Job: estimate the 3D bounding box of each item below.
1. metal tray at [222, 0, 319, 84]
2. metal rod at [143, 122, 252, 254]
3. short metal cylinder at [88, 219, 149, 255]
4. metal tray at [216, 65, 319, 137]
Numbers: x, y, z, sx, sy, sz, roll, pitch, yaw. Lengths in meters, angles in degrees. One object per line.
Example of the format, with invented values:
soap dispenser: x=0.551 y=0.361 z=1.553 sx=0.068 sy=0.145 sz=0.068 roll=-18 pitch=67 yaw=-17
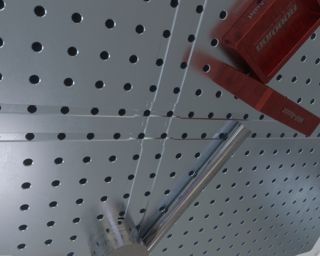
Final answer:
metal tray: x=0.155 y=-0.134 z=0.409 sx=0.130 sy=0.030 sz=0.090 roll=-49 pitch=129 yaw=6
metal rod: x=0.042 y=0.115 z=0.505 sx=0.025 sy=0.025 sz=0.299 roll=31 pitch=101 yaw=-38
short metal cylinder: x=-0.064 y=0.189 z=0.477 sx=0.081 sy=0.050 sz=0.079 roll=-14 pitch=124 yaw=-21
metal tray: x=0.151 y=-0.037 z=0.428 sx=0.131 sy=0.090 sz=0.030 roll=19 pitch=108 yaw=-36
